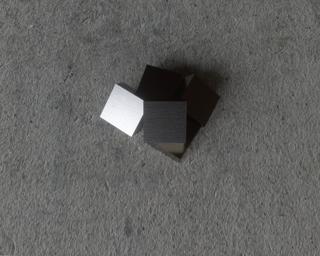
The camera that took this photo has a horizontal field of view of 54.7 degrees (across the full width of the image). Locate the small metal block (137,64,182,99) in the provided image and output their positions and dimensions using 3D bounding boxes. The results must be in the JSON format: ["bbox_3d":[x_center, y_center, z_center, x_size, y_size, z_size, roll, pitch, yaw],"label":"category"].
[{"bbox_3d":[-0.002,-0.055,0.430,0.050,0.025,0.050,16,71,5],"label":"small metal block"}]

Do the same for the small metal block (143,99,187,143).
[{"bbox_3d":[0.006,-0.009,0.374,0.050,0.025,0.050,0,103,0],"label":"small metal block"}]

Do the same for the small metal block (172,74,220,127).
[{"bbox_3d":[0.045,-0.035,0.411,0.050,0.025,0.050,37,71,-23],"label":"small metal block"}]

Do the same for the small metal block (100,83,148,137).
[{"bbox_3d":[-0.042,-0.025,0.406,0.050,0.025,0.050,32,109,9],"label":"small metal block"}]

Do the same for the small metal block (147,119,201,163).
[{"bbox_3d":[0.017,0.010,0.406,0.050,0.025,0.050,31,73,10],"label":"small metal block"}]
